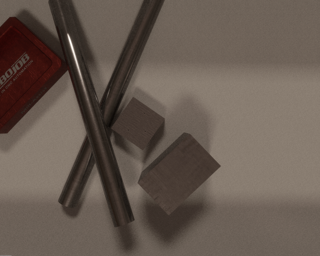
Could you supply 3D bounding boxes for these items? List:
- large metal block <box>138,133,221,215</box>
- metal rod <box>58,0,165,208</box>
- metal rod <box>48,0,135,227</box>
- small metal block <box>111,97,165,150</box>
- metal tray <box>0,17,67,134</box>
[{"bbox_3d":[0.021,0.052,0.384,0.080,0.080,0.050,-43,91,0],"label":"large metal block"},{"bbox_3d":[-0.064,-0.038,0.410,0.025,0.025,0.299,23,90,-1],"label":"metal rod"},{"bbox_3d":[-0.088,-0.028,0.387,0.025,0.025,0.299,-18,81,0],"label":"metal rod"},{"bbox_3d":[-0.028,-0.006,0.411,0.050,0.025,0.050,35,90,-1],"label":"small metal block"},{"bbox_3d":[-0.199,-0.067,0.406,0.090,0.030,0.130,43,90,-1],"label":"metal tray"}]
